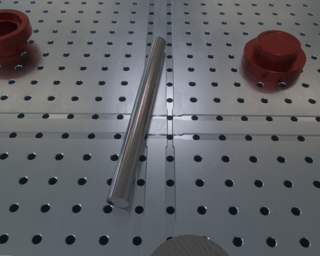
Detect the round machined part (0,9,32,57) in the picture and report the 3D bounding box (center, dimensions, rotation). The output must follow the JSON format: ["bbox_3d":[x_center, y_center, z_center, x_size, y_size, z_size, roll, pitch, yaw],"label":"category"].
[{"bbox_3d":[-0.268,-0.158,0.527,0.099,0.042,0.098,0,50,0],"label":"round machined part"}]

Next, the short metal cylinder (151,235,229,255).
[{"bbox_3d":[0.026,0.142,0.272,0.081,0.050,0.080,0,50,0],"label":"short metal cylinder"}]

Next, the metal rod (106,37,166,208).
[{"bbox_3d":[-0.024,-0.032,0.434,0.025,0.025,0.300,7,50,5],"label":"metal rod"}]

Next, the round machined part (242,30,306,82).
[{"bbox_3d":[0.186,-0.121,0.500,0.099,0.042,0.098,0,50,0],"label":"round machined part"}]
